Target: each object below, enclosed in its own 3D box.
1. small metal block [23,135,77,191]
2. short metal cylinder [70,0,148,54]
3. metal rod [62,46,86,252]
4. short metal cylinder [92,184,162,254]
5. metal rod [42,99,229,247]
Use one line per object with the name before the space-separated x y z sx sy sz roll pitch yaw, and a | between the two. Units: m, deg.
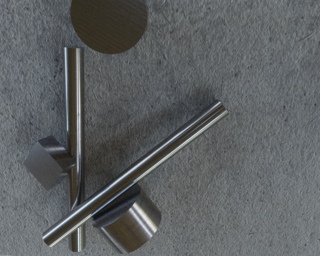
small metal block | -0.146 0.046 0.411 0.050 0.025 0.050 46 120 6
short metal cylinder | -0.054 -0.127 0.349 0.081 0.050 0.079 0 110 0
metal rod | -0.116 0.042 0.424 0.025 0.025 0.298 4 110 -2
short metal cylinder | -0.045 0.123 0.425 0.080 0.080 0.050 -32 107 11
metal rod | -0.037 0.064 0.416 0.300 0.025 0.025 -38 106 6
